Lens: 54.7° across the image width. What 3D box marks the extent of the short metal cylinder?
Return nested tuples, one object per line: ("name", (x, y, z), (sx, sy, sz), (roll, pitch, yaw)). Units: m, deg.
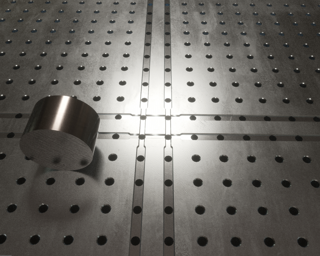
("short metal cylinder", (-0.115, 0.008, 0.364), (0.081, 0.080, 0.050), (2, 50, 1))
